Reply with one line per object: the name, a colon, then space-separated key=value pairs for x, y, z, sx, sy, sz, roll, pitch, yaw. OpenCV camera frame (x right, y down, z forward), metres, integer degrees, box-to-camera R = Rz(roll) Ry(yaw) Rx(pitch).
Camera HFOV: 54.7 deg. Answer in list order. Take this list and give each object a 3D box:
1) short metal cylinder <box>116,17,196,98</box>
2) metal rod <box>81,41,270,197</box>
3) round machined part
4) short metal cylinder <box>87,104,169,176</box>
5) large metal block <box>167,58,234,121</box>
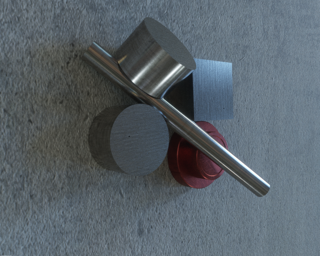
short metal cylinder: x=-0.004 y=-0.081 z=0.362 sx=0.080 sy=0.050 sz=0.080 roll=36 pitch=29 yaw=-23
metal rod: x=0.033 y=0.000 z=0.389 sx=0.301 sy=0.025 sz=0.025 roll=38 pitch=66 yaw=-19
round machined part: x=0.061 y=0.039 z=0.445 sx=0.099 sy=0.042 sz=0.097 roll=0 pitch=90 yaw=-40
short metal cylinder: x=-0.036 y=0.013 z=0.361 sx=0.081 sy=0.050 sz=0.080 roll=0 pitch=90 yaw=-40
large metal block: x=0.057 y=-0.051 z=0.434 sx=0.081 sy=0.050 sz=0.079 roll=-4 pitch=93 yaw=-40
